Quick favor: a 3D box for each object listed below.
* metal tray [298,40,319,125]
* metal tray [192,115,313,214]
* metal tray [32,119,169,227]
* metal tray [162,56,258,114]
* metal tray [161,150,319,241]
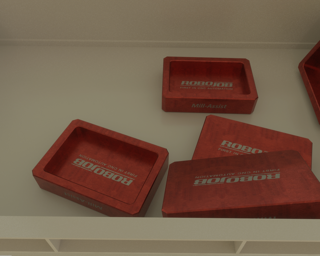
[{"bbox_3d":[0.245,-0.073,0.424,0.030,0.089,0.130,15,49,-13],"label":"metal tray"},{"bbox_3d":[0.108,0.039,0.370,0.131,0.030,0.090,15,51,12],"label":"metal tray"},{"bbox_3d":[-0.066,0.047,0.361,0.130,0.030,0.090,18,52,14],"label":"metal tray"},{"bbox_3d":[0.069,-0.065,0.456,0.131,0.030,0.090,2,50,1],"label":"metal tray"},{"bbox_3d":[0.072,0.059,0.287,0.131,0.030,0.090,-7,20,9],"label":"metal tray"}]
